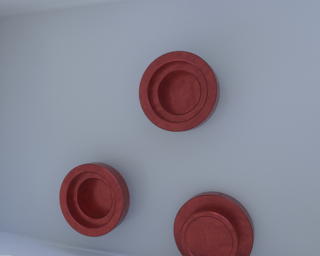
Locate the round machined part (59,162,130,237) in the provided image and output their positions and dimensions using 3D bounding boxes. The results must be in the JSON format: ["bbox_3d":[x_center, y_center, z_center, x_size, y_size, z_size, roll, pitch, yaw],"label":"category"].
[{"bbox_3d":[-0.086,0.096,0.432,0.098,0.042,0.097,0,90,20],"label":"round machined part"}]

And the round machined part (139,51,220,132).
[{"bbox_3d":[0.027,-0.044,0.392,0.098,0.042,0.097,0,90,20],"label":"round machined part"}]

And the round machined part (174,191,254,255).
[{"bbox_3d":[0.063,0.130,0.379,0.098,0.042,0.097,0,90,20],"label":"round machined part"}]
